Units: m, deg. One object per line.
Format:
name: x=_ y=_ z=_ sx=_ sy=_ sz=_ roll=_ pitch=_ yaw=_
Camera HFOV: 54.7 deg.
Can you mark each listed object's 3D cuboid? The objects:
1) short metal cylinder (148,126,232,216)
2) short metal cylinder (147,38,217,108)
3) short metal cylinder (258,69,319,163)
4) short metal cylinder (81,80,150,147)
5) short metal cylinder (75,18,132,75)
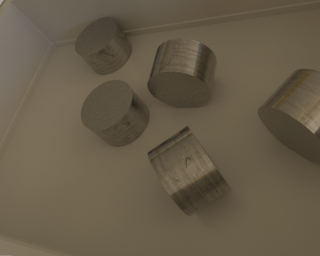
short metal cylinder: x=0.031 y=0.044 z=0.326 sx=0.050 sy=0.080 sz=0.080 roll=-35 pitch=52 yaw=5
short metal cylinder: x=0.029 y=-0.068 z=0.396 sx=0.080 sy=0.080 sz=0.050 roll=-1 pitch=62 yaw=27
short metal cylinder: x=0.145 y=-0.011 z=0.301 sx=0.050 sy=0.080 sz=0.080 roll=-46 pitch=52 yaw=-4
short metal cylinder: x=-0.062 y=-0.020 z=0.433 sx=0.080 sy=0.050 sz=0.080 roll=-13 pitch=56 yaw=20
short metal cylinder: x=-0.094 y=-0.137 z=0.521 sx=0.080 sy=0.050 sz=0.080 roll=-13 pitch=56 yaw=20
